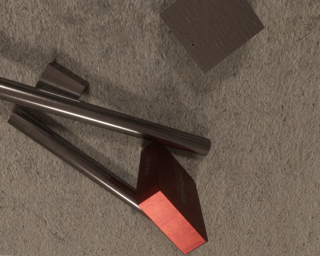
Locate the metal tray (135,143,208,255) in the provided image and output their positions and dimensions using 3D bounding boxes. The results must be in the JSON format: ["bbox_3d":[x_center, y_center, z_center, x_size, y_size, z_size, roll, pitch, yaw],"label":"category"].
[{"bbox_3d":[0.013,0.077,0.383,0.030,0.130,0.090,-36,107,12],"label":"metal tray"}]

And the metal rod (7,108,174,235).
[{"bbox_3d":[-0.074,0.073,0.435,0.301,0.025,0.025,38,105,-13],"label":"metal rod"}]

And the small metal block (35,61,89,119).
[{"bbox_3d":[-0.126,-0.048,0.390,0.050,0.025,0.050,32,107,-12],"label":"small metal block"}]

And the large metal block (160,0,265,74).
[{"bbox_3d":[0.056,-0.122,0.352,0.080,0.050,0.080,-37,106,12],"label":"large metal block"}]

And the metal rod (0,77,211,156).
[{"bbox_3d":[-0.077,-0.014,0.381,0.302,0.025,0.025,16,109,-15],"label":"metal rod"}]
